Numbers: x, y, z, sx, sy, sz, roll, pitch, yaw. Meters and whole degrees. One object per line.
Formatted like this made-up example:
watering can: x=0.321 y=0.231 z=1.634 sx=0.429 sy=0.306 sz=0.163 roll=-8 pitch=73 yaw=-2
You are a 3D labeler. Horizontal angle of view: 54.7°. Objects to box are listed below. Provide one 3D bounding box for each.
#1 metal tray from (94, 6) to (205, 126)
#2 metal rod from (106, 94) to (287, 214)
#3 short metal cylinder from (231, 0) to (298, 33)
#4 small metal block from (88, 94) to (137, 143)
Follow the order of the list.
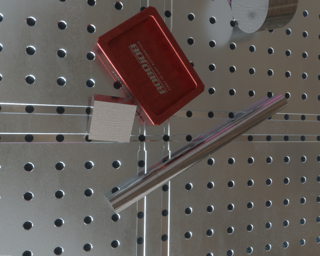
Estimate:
metal tray: x=-0.012 y=-0.079 z=0.406 sx=0.090 sy=0.030 sz=0.130 roll=-38 pitch=103 yaw=-16
metal rod: x=0.064 y=0.028 z=0.437 sx=0.302 sy=0.025 sz=0.025 roll=-29 pitch=100 yaw=-18
short metal cylinder: x=0.146 y=-0.179 z=0.439 sx=0.050 sy=0.080 sz=0.080 roll=-15 pitch=95 yaw=-20
small metal block: x=-0.060 y=-0.012 z=0.381 sx=0.050 sy=0.025 sz=0.050 roll=6 pitch=112 yaw=-20
